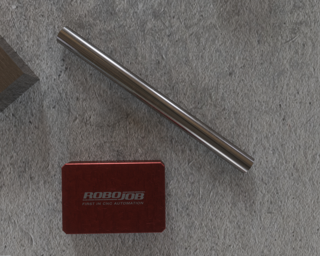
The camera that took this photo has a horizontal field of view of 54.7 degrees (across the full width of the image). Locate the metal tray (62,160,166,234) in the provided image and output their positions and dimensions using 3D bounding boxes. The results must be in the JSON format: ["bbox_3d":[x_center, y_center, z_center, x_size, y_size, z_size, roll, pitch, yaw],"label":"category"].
[{"bbox_3d":[-0.059,0.089,0.407,0.131,0.030,0.089,-1,90,-1],"label":"metal tray"}]

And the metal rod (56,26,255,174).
[{"bbox_3d":[-0.005,-0.037,0.409,0.301,0.025,0.025,35,90,-1],"label":"metal rod"}]

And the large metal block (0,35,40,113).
[{"bbox_3d":[-0.220,-0.070,0.395,0.080,0.050,0.080,-41,91,0],"label":"large metal block"}]
